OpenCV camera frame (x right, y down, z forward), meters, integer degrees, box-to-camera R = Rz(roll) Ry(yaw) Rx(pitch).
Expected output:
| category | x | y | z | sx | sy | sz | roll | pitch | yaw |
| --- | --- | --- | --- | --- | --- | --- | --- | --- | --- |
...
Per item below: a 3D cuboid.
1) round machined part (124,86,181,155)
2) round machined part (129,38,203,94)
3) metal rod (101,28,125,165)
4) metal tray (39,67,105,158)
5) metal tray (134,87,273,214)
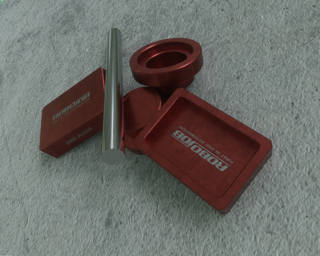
| category | x | y | z | sx | sy | sz | roll | pitch | yaw |
| --- | --- | --- | --- | --- | --- | --- | --- | --- | --- |
| round machined part | -0.021 | -0.016 | 0.416 | 0.098 | 0.042 | 0.098 | -13 | 56 | 21 |
| round machined part | 0.011 | -0.083 | 0.426 | 0.098 | 0.042 | 0.098 | -9 | 38 | 7 |
| metal rod | -0.065 | -0.068 | 0.438 | 0.025 | 0.025 | 0.300 | -24 | 40 | 13 |
| metal tray | -0.123 | -0.023 | 0.467 | 0.130 | 0.030 | 0.090 | -30 | 49 | 19 |
| metal tray | 0.046 | 0.021 | 0.351 | 0.130 | 0.030 | 0.090 | 35 | 81 | 28 |
